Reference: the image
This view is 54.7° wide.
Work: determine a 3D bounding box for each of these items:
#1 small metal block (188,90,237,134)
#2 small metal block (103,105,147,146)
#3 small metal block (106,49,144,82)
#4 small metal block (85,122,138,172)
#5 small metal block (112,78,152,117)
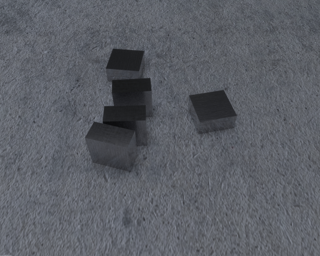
[{"bbox_3d":[0.070,-0.022,0.422,0.050,0.025,0.050,-10,51,-8],"label":"small metal block"},{"bbox_3d":[-0.042,-0.002,0.388,0.050,0.050,0.025,-2,50,-1],"label":"small metal block"},{"bbox_3d":[-0.053,-0.097,0.484,0.050,0.025,0.050,5,50,4],"label":"small metal block"},{"bbox_3d":[-0.056,0.023,0.367,0.050,0.050,0.025,12,51,10],"label":"small metal block"},{"bbox_3d":[-0.037,-0.039,0.420,0.050,0.050,0.025,-4,50,-3],"label":"small metal block"}]
